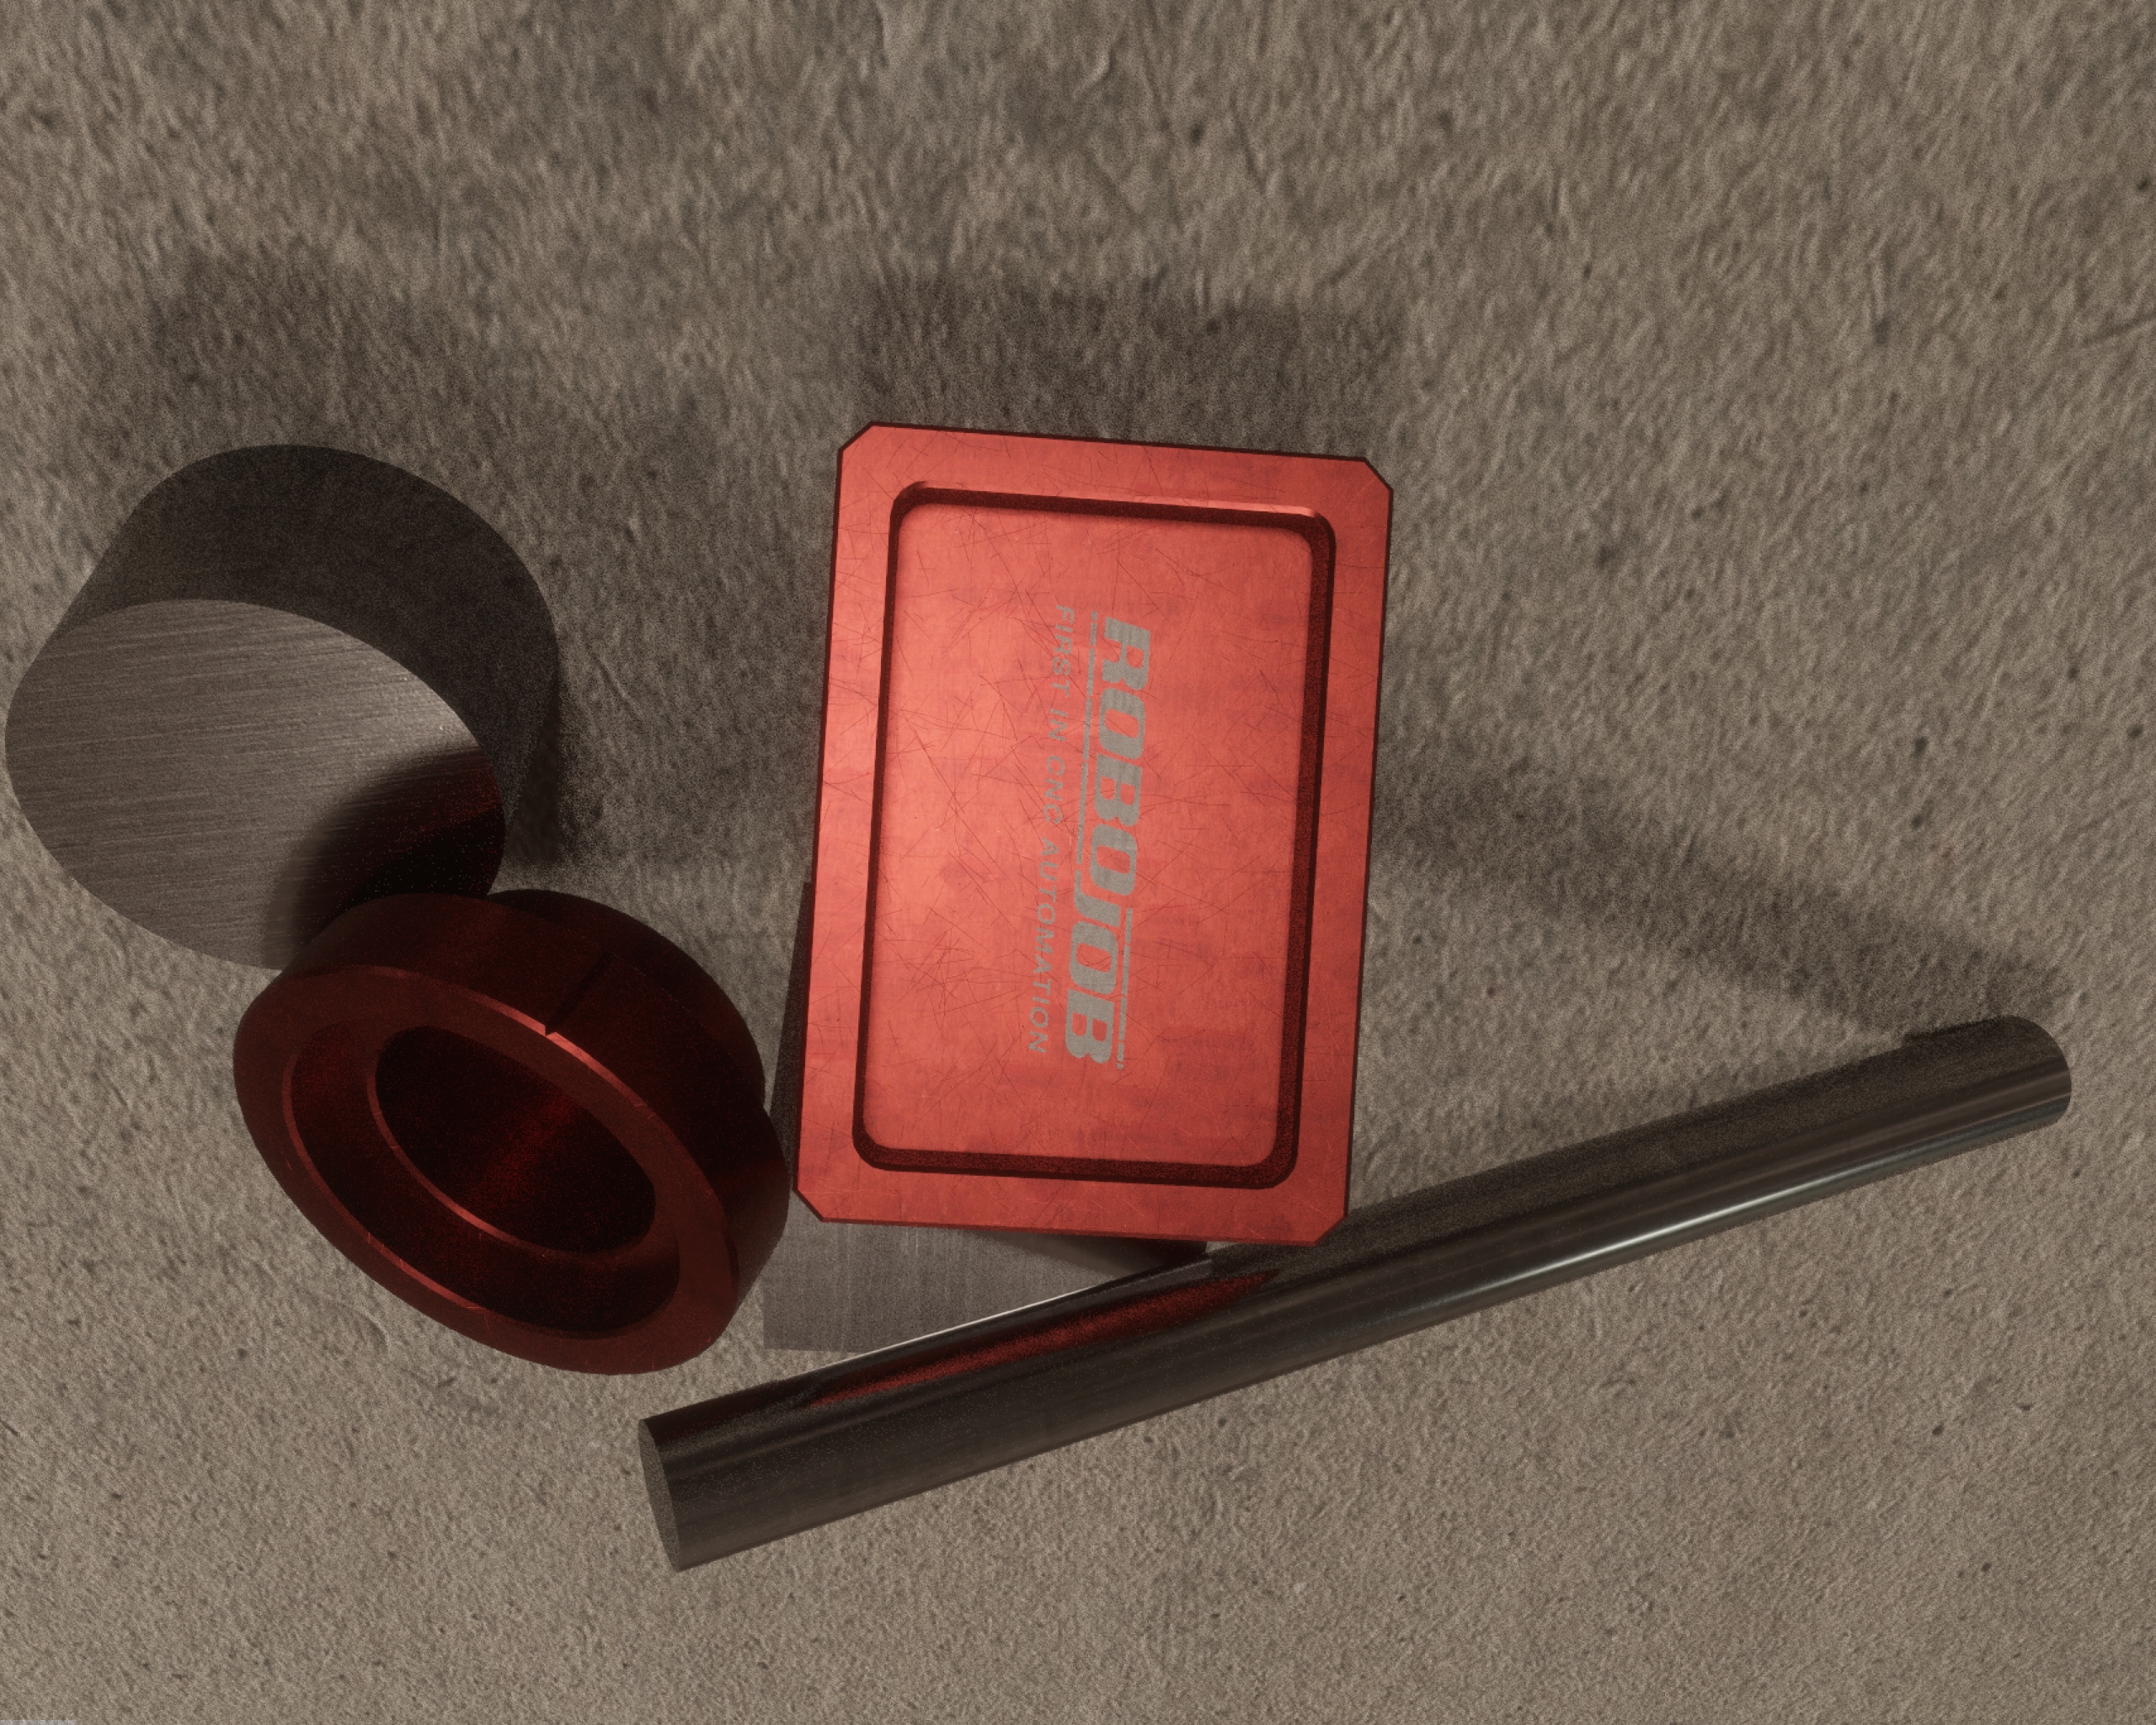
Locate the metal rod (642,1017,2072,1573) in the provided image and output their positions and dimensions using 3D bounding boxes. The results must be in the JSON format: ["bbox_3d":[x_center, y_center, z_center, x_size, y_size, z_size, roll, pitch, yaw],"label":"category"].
[{"bbox_3d":[0.069,0.074,0.396,0.303,0.025,0.025,-12,134,-23],"label":"metal rod"}]

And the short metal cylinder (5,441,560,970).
[{"bbox_3d":[-0.137,-0.027,0.368,0.081,0.050,0.079,0,130,0],"label":"short metal cylinder"}]

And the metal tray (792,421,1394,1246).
[{"bbox_3d":[0.002,-0.004,0.352,0.091,0.030,0.129,4,90,-4],"label":"metal tray"}]

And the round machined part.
[{"bbox_3d":[-0.096,0.043,0.375,0.098,0.042,0.097,12,131,15],"label":"round machined part"}]

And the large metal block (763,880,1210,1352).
[{"bbox_3d":[-0.018,0.051,0.415,0.081,0.080,0.050,4,130,-4],"label":"large metal block"}]
